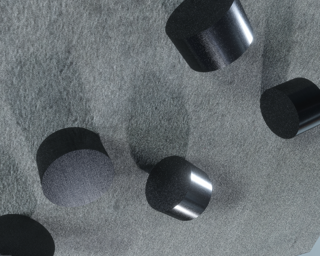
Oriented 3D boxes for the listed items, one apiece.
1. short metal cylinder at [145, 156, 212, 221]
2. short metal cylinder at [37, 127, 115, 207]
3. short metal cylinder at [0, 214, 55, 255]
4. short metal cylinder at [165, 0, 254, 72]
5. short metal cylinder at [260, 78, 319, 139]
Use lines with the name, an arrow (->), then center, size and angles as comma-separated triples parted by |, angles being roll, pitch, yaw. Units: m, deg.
short metal cylinder -> 0.026, 0.086, 0.440 | 0.080, 0.080, 0.050 | -49, 129, 6
short metal cylinder -> -0.100, 0.046, 0.365 | 0.081, 0.050, 0.079 | -14, 125, -21
short metal cylinder -> -0.175, 0.150, 0.369 | 0.080, 0.080, 0.050 | 30, 102, -38
short metal cylinder -> 0.053, -0.107, 0.335 | 0.080, 0.080, 0.050 | -43, 130, 1
short metal cylinder -> 0.197, -0.030, 0.463 | 0.050, 0.080, 0.080 | -22, 127, -15
